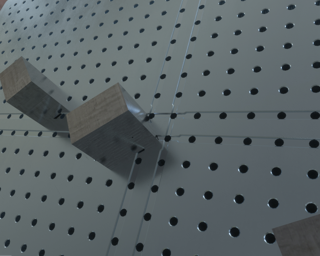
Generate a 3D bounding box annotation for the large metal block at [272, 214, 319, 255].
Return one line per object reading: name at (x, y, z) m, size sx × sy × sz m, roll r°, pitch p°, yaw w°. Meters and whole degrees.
large metal block at (0.141, 0.099, 0.239) m, size 0.080 × 0.080 × 0.050 m, roll -23°, pitch 53°, yaw 14°

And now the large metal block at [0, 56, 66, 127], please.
large metal block at (-0.216, -0.062, 0.526) m, size 0.050 × 0.080 × 0.080 m, roll -39°, pitch 51°, yaw 2°

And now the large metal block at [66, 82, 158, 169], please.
large metal block at (-0.061, 0.000, 0.406) m, size 0.080 × 0.080 × 0.050 m, roll -30°, pitch 52°, yaw 9°
